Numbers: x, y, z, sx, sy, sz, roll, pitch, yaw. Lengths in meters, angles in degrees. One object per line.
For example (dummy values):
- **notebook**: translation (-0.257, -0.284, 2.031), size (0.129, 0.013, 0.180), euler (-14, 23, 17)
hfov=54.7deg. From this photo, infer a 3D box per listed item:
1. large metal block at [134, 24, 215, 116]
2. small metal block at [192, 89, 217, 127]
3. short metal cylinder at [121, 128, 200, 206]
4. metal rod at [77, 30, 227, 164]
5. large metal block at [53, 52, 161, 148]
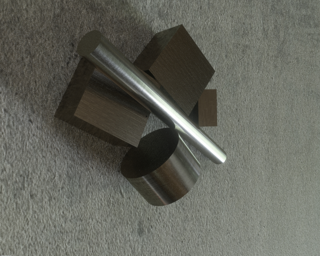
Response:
- **large metal block**: translation (0.015, -0.071, 0.399), size (0.080, 0.050, 0.080), euler (47, 62, -30)
- **small metal block**: translation (0.062, -0.027, 0.438), size (0.025, 0.050, 0.050), euler (-1, 92, -4)
- **short metal cylinder**: translation (0.001, 0.045, 0.370), size (0.080, 0.080, 0.050), euler (-51, 121, -27)
- **metal rod**: translation (0.017, -0.012, 0.367), size (0.301, 0.025, 0.025), euler (37, 66, -51)
- **large metal block**: translation (-0.056, -0.032, 0.343), size (0.080, 0.050, 0.080), euler (31, 71, -36)
